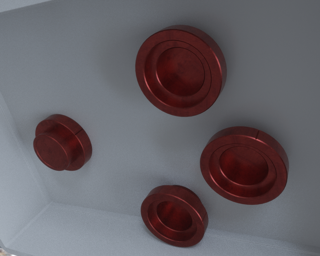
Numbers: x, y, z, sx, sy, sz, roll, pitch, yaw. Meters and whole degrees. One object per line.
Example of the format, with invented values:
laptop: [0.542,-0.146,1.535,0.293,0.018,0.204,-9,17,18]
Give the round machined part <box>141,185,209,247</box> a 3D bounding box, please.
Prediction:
round machined part: [0.025,0.124,0.458,0.098,0.042,0.097,12,121,21]

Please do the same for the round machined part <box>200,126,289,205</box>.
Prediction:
round machined part: [0.101,0.040,0.369,0.098,0.042,0.097,13,124,20]

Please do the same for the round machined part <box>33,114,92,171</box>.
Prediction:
round machined part: [-0.163,0.030,0.500,0.098,0.042,0.097,13,124,20]

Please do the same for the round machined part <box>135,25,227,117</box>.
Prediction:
round machined part: [0.026,-0.065,0.343,0.098,0.042,0.097,13,124,20]
